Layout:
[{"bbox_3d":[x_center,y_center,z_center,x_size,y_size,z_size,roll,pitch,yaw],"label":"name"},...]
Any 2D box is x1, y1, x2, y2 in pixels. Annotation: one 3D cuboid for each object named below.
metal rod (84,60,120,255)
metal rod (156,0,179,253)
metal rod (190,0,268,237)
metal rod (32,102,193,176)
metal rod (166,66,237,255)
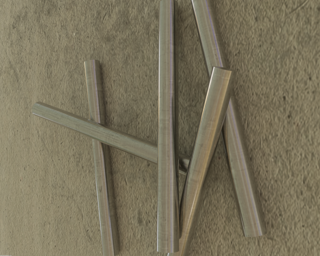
[{"bbox_3d":[-0.091,0.042,0.480,0.025,0.025,0.298,-12,83,39],"label":"metal rod"},{"bbox_3d":[0.010,-0.012,0.369,0.025,0.025,0.299,-8,76,40],"label":"metal rod"},{"bbox_3d":[0.071,-0.035,0.346,0.025,0.025,0.299,-18,79,38],"label":"metal rod"},{"bbox_3d":[-0.079,0.009,0.443,0.300,0.025,0.025,18,102,30],"label":"metal rod"},{"bbox_3d":[0.036,0.080,0.354,0.025,0.025,0.298,25,112,37],"label":"metal rod"}]
